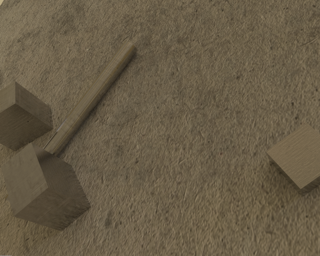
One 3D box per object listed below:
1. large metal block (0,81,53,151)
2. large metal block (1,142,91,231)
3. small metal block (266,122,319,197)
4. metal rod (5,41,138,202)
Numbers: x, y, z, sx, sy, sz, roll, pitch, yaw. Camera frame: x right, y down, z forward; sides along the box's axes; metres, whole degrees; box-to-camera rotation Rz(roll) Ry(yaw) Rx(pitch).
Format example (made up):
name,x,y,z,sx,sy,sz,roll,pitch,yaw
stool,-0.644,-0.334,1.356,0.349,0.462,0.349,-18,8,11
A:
name,x,y,z,sx,sy,sz,roll,pitch,yaw
large metal block,-0.235,-0.017,0.502,0.080,0.080,0.050,-29,52,10
large metal block,-0.146,0.076,0.398,0.050,0.080,0.080,-40,51,1
small metal block,0.144,0.031,0.309,0.050,0.025,0.050,-36,51,4
metal rod,-0.131,-0.014,0.480,0.025,0.025,0.300,26,75,37
